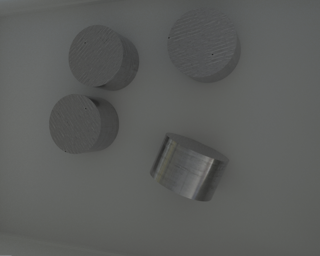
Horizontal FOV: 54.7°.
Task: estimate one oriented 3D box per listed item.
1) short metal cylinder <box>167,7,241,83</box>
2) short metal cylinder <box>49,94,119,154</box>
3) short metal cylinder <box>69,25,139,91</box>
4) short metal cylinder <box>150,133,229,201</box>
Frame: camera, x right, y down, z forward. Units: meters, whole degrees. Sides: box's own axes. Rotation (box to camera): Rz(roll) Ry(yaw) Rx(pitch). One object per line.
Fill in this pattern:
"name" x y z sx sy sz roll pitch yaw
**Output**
"short metal cylinder" 0.055 -0.098 0.377 0.080 0.050 0.079 0 90 19
"short metal cylinder" -0.105 -0.005 0.433 0.080 0.050 0.079 0 90 19
"short metal cylinder" -0.075 -0.093 0.423 0.080 0.050 0.079 0 90 19
"short metal cylinder" 0.035 0.044 0.369 0.080 0.080 0.050 25 98 18
